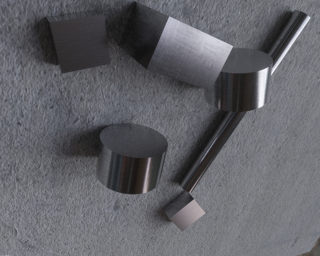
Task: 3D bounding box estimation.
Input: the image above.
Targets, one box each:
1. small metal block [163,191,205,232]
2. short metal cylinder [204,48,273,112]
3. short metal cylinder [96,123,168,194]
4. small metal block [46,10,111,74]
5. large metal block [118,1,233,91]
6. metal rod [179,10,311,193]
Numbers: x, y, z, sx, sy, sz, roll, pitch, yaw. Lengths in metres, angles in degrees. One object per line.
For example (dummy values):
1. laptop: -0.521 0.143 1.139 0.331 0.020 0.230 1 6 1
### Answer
1. small metal block: 0.041 0.138 0.517 0.050 0.025 0.050 -38 130 -3
2. short metal cylinder: 0.096 -0.062 0.387 0.081 0.080 0.050 -18 126 -18
3. short metal cylinder: -0.034 0.035 0.375 0.081 0.080 0.050 -3 120 -27
4. small metal block: -0.081 -0.087 0.310 0.050 0.025 0.050 -16 125 -20
5. large metal block: 0.014 -0.087 0.326 0.081 0.080 0.050 12 112 -34
6. metal rod: 0.117 -0.030 0.454 0.025 0.025 0.299 21 107 -37
